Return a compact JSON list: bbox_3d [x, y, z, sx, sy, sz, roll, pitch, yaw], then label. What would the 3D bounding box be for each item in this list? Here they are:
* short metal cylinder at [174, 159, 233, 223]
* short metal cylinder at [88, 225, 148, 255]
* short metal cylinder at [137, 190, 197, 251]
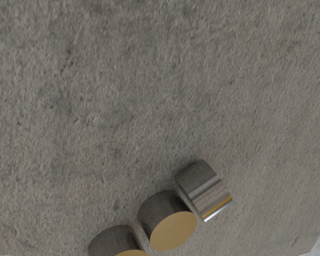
[{"bbox_3d":[0.064,0.094,0.467,0.050,0.080,0.080,-33,129,-7],"label":"short metal cylinder"},{"bbox_3d":[-0.065,0.198,0.480,0.081,0.050,0.079,-14,125,-21],"label":"short metal cylinder"},{"bbox_3d":[0.011,0.145,0.489,0.081,0.050,0.079,-14,125,-21],"label":"short metal cylinder"}]
